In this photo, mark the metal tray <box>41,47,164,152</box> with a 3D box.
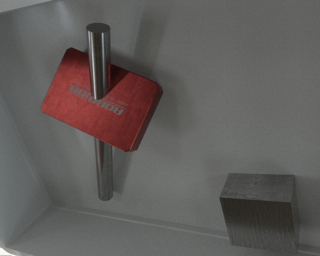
[{"bbox_3d":[-0.073,-0.036,0.389,0.130,0.030,0.090,24,90,13],"label":"metal tray"}]

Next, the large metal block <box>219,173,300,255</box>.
[{"bbox_3d":[0.128,0.105,0.390,0.080,0.050,0.080,-3,117,29],"label":"large metal block"}]

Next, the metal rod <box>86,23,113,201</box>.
[{"bbox_3d":[-0.078,0.004,0.426,0.025,0.025,0.298,21,134,15],"label":"metal rod"}]
